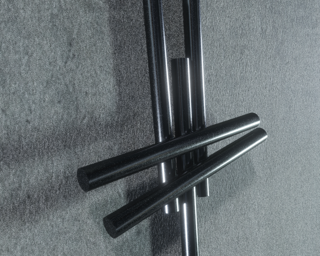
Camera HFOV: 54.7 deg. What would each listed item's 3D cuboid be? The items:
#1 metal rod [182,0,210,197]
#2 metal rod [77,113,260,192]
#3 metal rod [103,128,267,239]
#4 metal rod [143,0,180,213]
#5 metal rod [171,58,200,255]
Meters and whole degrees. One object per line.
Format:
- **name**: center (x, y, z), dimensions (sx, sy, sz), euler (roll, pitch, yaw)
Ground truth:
- **metal rod**: center (0.052, -0.050, 0.450), dimensions (0.025, 0.025, 0.298), euler (-6, 94, -40)
- **metal rod**: center (0.036, 0.020, 0.403), dimensions (0.302, 0.025, 0.025), euler (-16, 100, -39)
- **metal rod**: center (0.057, 0.058, 0.420), dimensions (0.302, 0.025, 0.025), euler (-23, 105, -38)
- **metal rod**: center (0.001, -0.037, 0.407), dimensions (0.025, 0.025, 0.298), euler (-9, 96, -40)
- **metal rod**: center (0.037, 0.053, 0.437), dimensions (0.025, 0.025, 0.298), euler (-6, 94, -40)
